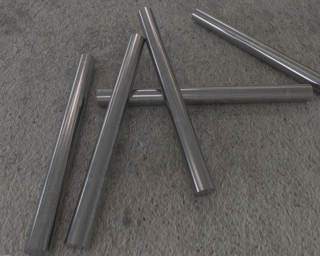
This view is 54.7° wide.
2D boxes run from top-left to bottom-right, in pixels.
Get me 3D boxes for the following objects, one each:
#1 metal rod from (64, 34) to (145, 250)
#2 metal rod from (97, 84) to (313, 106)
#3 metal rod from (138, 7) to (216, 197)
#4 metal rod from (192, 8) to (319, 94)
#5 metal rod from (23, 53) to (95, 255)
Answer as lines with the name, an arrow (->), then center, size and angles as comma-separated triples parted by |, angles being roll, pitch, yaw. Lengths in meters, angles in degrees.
metal rod -> -0.058, -0.007, 0.385 | 0.025, 0.025, 0.300 | 7, 57, 6
metal rod -> 0.064, -0.047, 0.442 | 0.302, 0.025, 0.025 | -1, 50, -2
metal rod -> 0.013, -0.054, 0.416 | 0.025, 0.025, 0.299 | -11, 61, -9
metal rod -> 0.168, -0.127, 0.510 | 0.025, 0.025, 0.300 | -34, 58, -25
metal rod -> -0.117, 0.006, 0.396 | 0.025, 0.025, 0.300 | 1, 50, 0
